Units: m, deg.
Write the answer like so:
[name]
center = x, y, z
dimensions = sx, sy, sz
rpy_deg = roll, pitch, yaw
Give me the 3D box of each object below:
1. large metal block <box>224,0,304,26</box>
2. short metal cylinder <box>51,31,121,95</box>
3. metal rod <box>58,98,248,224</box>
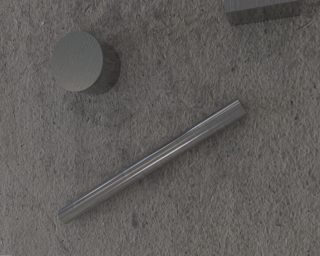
[large metal block]
center = 0.117, -0.170, 0.355
dimensions = 0.080, 0.050, 0.080
rpy_deg = -3, 89, 20
[short metal cylinder]
center = -0.102, -0.088, 0.432
dimensions = 0.080, 0.050, 0.080
rpy_deg = 0, 90, 20
[metal rod]
center = -0.021, 0.052, 0.416
dimensions = 0.300, 0.025, 0.025
rpy_deg = -33, 80, 16
